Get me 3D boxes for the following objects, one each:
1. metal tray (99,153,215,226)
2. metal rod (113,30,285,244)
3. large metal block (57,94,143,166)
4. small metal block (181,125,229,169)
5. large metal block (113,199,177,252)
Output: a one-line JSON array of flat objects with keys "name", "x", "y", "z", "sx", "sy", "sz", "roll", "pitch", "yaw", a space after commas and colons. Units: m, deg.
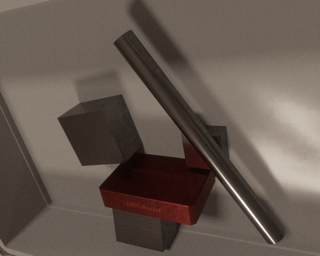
[{"name": "metal tray", "x": -0.002, "y": 0.075, "z": 0.412, "sx": 0.130, "sy": 0.090, "sz": 0.030, "roll": 5, "pitch": 120, "yaw": 25}, {"name": "metal rod", "x": 0.051, "y": 0.018, "z": 0.359, "sx": 0.025, "sy": 0.025, "sz": 0.300, "roll": -31, "pitch": 101, "yaw": 38}, {"name": "large metal block", "x": -0.083, "y": 0.005, "z": 0.437, "sx": 0.080, "sy": 0.050, "sz": 0.080, "roll": -8, "pitch": 115, "yaw": 31}, {"name": "small metal block", "x": 0.058, "y": 0.024, "z": 0.392, "sx": 0.050, "sy": 0.025, "sz": 0.050, "roll": 3, "pitch": 120, "yaw": 26}, {"name": "large metal block", "x": -0.023, "y": 0.132, "z": 0.473, "sx": 0.080, "sy": 0.050, "sz": 0.079, "roll": 2, "pitch": 105, "yaw": 27}]
